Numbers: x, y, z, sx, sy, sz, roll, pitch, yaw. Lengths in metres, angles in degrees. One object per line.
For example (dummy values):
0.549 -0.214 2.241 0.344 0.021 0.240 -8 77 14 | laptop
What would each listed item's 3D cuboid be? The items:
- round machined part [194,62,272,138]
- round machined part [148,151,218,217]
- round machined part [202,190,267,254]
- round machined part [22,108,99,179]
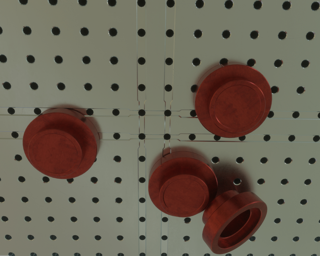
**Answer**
0.094 -0.032 0.394 0.099 0.042 0.097 0 110 -1 | round machined part
0.033 0.086 0.437 0.099 0.042 0.097 0 110 -1 | round machined part
0.099 0.127 0.437 0.099 0.042 0.097 -19 131 -23 | round machined part
-0.133 0.026 0.412 0.099 0.042 0.097 0 110 -1 | round machined part
